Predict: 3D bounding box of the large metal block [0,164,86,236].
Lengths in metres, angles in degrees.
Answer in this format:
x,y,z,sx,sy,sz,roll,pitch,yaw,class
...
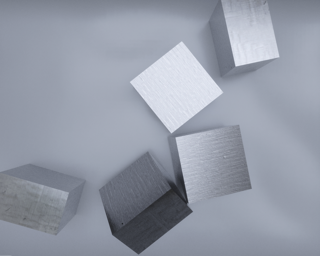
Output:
x,y,z,sx,sy,sz,roll,pitch,yaw,class
-0.147,0.084,0.382,0.080,0.080,0.050,16,90,-1,large metal block

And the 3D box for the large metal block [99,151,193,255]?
x,y,z,sx,sy,sz,roll,pitch,yaw,class
-0.020,0.088,0.377,0.080,0.080,0.050,-38,124,0,large metal block

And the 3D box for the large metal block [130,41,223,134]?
x,y,z,sx,sy,sz,roll,pitch,yaw,class
0.020,-0.049,0.399,0.080,0.050,0.080,-39,91,0,large metal block

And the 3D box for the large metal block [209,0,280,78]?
x,y,z,sx,sy,sz,roll,pitch,yaw,class
0.100,-0.113,0.385,0.050,0.080,0.080,-12,90,0,large metal block

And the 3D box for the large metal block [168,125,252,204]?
x,y,z,sx,sy,sz,roll,pitch,yaw,class
0.061,0.043,0.394,0.081,0.050,0.080,-11,90,-9,large metal block
